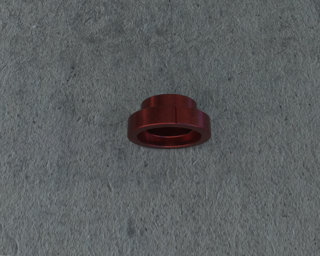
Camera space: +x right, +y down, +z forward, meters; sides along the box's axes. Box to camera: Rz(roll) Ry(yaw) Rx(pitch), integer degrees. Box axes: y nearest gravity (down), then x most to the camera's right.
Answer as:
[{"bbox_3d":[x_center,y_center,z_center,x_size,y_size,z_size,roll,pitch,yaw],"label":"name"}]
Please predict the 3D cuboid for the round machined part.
[{"bbox_3d":[0.011,-0.008,0.372,0.099,0.098,0.042,0,70,0],"label":"round machined part"}]
